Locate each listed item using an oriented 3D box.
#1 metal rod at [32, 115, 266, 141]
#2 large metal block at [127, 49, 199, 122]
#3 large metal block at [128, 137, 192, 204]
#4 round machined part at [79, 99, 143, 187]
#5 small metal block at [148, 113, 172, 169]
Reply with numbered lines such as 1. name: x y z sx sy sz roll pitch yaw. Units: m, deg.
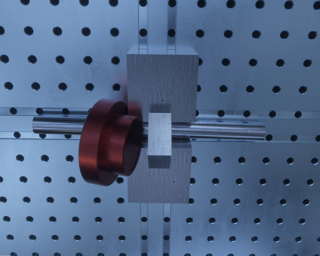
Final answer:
1. metal rod: -0.013 0.000 0.413 0.302 0.025 0.025 2 110 -1
2. large metal block: 0.003 -0.053 0.380 0.081 0.050 0.079 1 110 -1
3. large metal block: -0.001 0.054 0.420 0.081 0.050 0.079 1 110 -1
4. round machined part: -0.049 0.018 0.350 0.042 0.098 0.097 9 111 12
5. small metal block: 0.000 0.016 0.359 0.025 0.050 0.050 1 66 0
